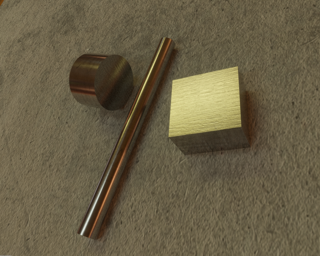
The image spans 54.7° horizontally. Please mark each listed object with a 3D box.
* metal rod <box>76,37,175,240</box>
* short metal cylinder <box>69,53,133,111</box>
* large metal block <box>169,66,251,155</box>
[{"bbox_3d":[-0.038,-0.001,0.424,0.025,0.025,0.300,7,65,31],"label":"metal rod"},{"bbox_3d":[-0.084,-0.068,0.455,0.050,0.080,0.080,12,68,33],"label":"short metal cylinder"},{"bbox_3d":[0.060,-0.018,0.368,0.080,0.050,0.080,-9,58,23],"label":"large metal block"}]
